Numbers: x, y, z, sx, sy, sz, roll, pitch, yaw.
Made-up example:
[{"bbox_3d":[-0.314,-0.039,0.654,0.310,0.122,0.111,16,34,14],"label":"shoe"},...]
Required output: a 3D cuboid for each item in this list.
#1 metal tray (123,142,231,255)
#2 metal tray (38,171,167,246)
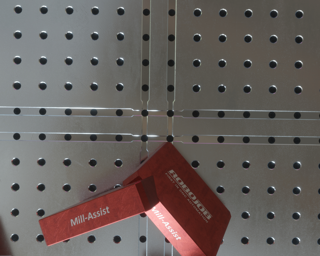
[{"bbox_3d":[0.025,0.089,0.380,0.130,0.090,0.030,50,124,0],"label":"metal tray"},{"bbox_3d":[-0.060,0.091,0.364,0.130,0.090,0.030,-23,84,15],"label":"metal tray"}]
